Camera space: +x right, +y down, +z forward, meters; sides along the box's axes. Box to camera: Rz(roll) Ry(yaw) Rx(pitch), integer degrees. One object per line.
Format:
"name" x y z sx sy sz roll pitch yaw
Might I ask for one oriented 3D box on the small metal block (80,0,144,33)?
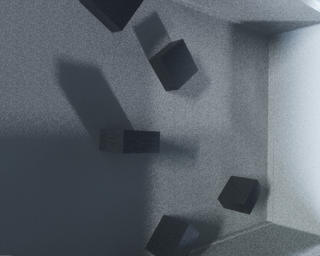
"small metal block" -0.054 -0.147 0.357 0.050 0.025 0.050 40 76 -34

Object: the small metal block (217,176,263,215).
"small metal block" 0.130 0.108 0.503 0.050 0.050 0.025 -50 120 -28

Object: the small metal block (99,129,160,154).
"small metal block" -0.036 0.015 0.362 0.050 0.050 0.025 3 88 -40

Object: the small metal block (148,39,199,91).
"small metal block" 0.019 -0.086 0.425 0.050 0.025 0.050 -46 118 -30

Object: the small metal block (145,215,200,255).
"small metal block" 0.016 0.148 0.406 0.025 0.050 0.050 48 61 -30
